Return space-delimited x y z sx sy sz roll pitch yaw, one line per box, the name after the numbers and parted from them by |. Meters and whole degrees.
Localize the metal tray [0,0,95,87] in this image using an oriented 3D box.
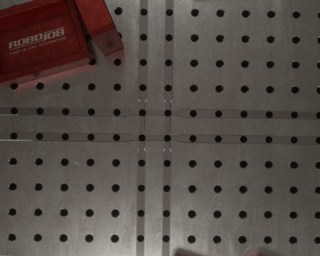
-0.163 -0.115 0.408 0.131 0.030 0.090 -17 90 -1 | metal tray

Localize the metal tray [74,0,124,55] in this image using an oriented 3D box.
-0.088 -0.164 0.379 0.030 0.090 0.129 -23 90 0 | metal tray
